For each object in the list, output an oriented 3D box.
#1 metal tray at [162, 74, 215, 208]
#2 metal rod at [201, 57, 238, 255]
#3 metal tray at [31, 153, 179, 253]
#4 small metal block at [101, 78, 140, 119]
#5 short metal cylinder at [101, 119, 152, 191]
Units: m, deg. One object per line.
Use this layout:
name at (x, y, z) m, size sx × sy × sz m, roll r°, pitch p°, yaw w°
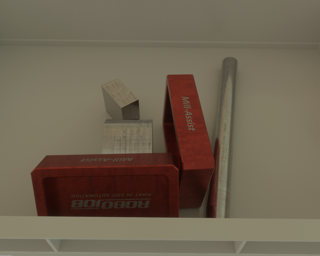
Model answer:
metal tray at (0.027, 0.013, 0.351) m, size 0.030 × 0.089 × 0.130 m, roll -2°, pitch 50°, yaw -6°
metal rod at (0.082, 0.010, 0.397) m, size 0.025 × 0.025 × 0.300 m, roll 9°, pitch 50°, yaw 7°
metal tray at (-0.048, 0.072, 0.299) m, size 0.131 × 0.089 × 0.030 m, roll -1°, pitch 17°, yaw 0°
small metal block at (-0.052, -0.030, 0.413) m, size 0.025 × 0.050 × 0.050 m, roll -29°, pitch 56°, yaw -22°
short metal cylinder at (-0.033, 0.030, 0.344) m, size 0.050 × 0.080 × 0.080 m, roll 0°, pitch 50°, yaw -1°
